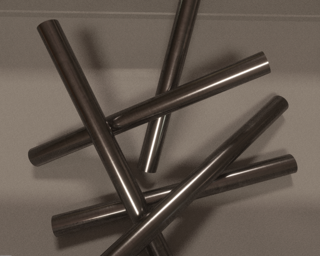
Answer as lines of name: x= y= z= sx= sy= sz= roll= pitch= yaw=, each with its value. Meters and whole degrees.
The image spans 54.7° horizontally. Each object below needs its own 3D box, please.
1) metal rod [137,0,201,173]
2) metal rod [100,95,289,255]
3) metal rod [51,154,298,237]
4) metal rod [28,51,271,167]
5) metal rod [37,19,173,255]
metal rod: x=0.020 y=-0.091 z=0.376 sx=0.025 sy=0.025 sz=0.298 roll=15 pitch=96 yaw=5
metal rod: x=0.057 y=0.051 z=0.363 sx=0.302 sy=0.025 sz=0.025 roll=-38 pitch=74 yaw=-24
metal rod: x=0.022 y=0.081 z=0.380 sx=0.302 sy=0.025 sz=0.025 roll=-14 pitch=71 yaw=-6
metal rod: x=-0.023 y=-0.016 z=0.363 sx=0.301 sy=0.025 sz=0.025 roll=-22 pitch=71 yaw=12
metal rod: x=-0.060 y=0.020 z=0.347 sx=0.025 sy=0.025 sz=0.299 roll=-26 pitch=91 yaw=-9
